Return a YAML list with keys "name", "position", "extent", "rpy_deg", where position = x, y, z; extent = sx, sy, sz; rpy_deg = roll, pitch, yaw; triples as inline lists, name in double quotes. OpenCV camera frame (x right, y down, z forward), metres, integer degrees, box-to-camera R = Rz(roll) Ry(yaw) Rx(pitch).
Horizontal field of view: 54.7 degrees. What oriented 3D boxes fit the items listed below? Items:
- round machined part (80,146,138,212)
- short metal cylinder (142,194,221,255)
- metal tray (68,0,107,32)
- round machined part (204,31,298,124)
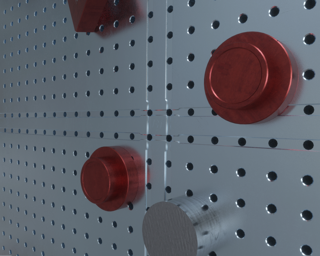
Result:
- name: "round machined part"
  position: [-0.082, 0.077, 0.467]
  extent: [0.098, 0.042, 0.097]
  rpy_deg: [0, 90, 40]
- name: "short metal cylinder"
  position: [0.025, 0.124, 0.372]
  extent: [0.080, 0.050, 0.079]
  rpy_deg: [0, 90, 40]
- name: "metal tray"
  position: [-0.123, -0.230, 0.487]
  extent: [0.090, 0.030, 0.129]
  rpy_deg: [-37, 65, 58]
- name: "round machined part"
  position: [0.088, -0.053, 0.326]
  extent: [0.098, 0.042, 0.097]
  rpy_deg: [0, 90, 40]
